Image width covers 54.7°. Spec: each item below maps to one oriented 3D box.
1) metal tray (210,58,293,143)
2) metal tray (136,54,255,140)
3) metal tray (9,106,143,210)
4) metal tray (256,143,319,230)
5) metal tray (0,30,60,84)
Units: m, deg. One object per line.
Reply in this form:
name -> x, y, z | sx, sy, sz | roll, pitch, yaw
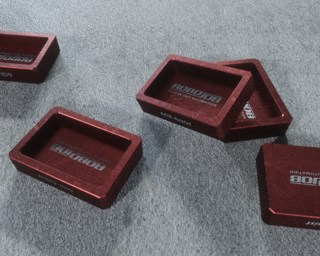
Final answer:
metal tray -> 0.114, -0.043, 0.436 | 0.091, 0.030, 0.130 | -7, 50, -6
metal tray -> 0.044, -0.046, 0.408 | 0.130, 0.030, 0.090 | 22, 65, 33
metal tray -> -0.098, 0.031, 0.372 | 0.130, 0.030, 0.090 | 20, 53, 16
metal tray -> 0.180, 0.066, 0.346 | 0.131, 0.030, 0.090 | 5, 50, 4
metal tray -> -0.240, -0.116, 0.495 | 0.131, 0.030, 0.090 | 6, 50, 5
